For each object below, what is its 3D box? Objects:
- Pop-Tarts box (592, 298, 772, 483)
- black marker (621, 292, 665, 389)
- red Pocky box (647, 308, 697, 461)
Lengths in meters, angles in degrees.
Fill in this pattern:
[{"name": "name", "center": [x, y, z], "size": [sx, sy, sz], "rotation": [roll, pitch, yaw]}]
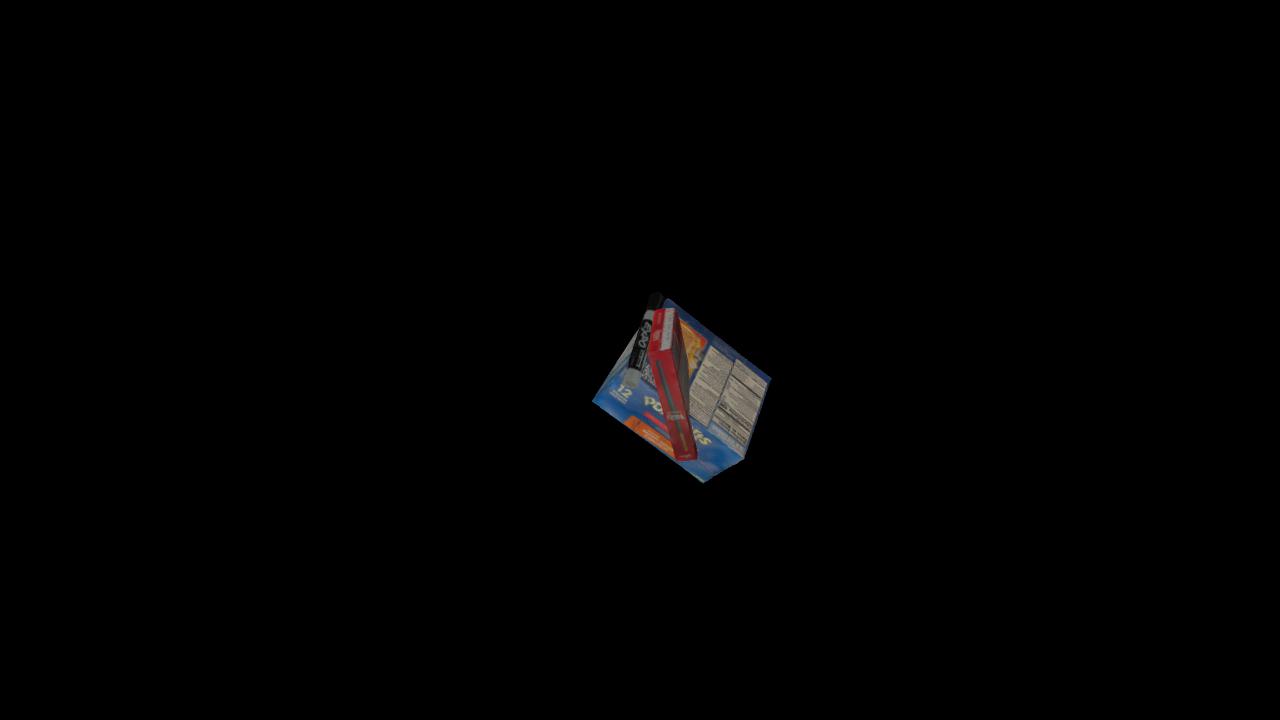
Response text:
[{"name": "Pop-Tarts box", "center": [0.054, 0.035, 0.732], "size": [0.167, 0.141, 0.083], "rotation": [37, -45, -6]}, {"name": "black marker", "center": [0.005, -0.025, 0.676], "size": [0.020, 0.121, 0.020], "rotation": [14, -28, 7]}, {"name": "red Pocky box", "center": [0.039, 0.029, 0.675], "size": [0.028, 0.155, 0.083], "rotation": [-7, 34, 12]}]
